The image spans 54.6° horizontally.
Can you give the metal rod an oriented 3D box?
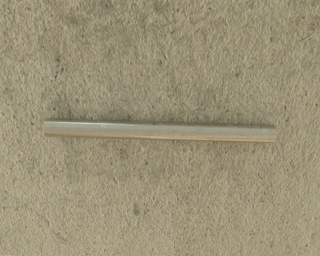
[{"bbox_3d":[0.001,0.004,0.412,0.302,0.025,0.025,2,110,-1],"label":"metal rod"}]
